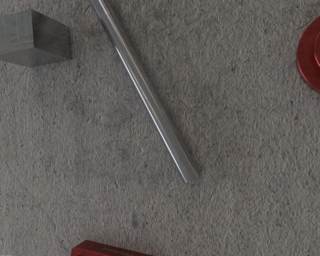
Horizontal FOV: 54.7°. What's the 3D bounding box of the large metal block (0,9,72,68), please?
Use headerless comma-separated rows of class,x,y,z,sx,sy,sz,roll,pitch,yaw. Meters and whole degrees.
large metal block,-0.186,-0.125,0.445,0.080,0.080,0.050,-5,89,20

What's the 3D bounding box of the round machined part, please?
round machined part,0.199,-0.082,0.330,0.098,0.042,0.097,0,90,20

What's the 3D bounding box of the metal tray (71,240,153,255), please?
metal tray,-0.062,0.216,0.427,0.130,0.030,0.089,5,92,19

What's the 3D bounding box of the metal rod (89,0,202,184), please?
metal rod,-0.026,-0.066,0.418,0.025,0.025,0.299,-30,80,17
